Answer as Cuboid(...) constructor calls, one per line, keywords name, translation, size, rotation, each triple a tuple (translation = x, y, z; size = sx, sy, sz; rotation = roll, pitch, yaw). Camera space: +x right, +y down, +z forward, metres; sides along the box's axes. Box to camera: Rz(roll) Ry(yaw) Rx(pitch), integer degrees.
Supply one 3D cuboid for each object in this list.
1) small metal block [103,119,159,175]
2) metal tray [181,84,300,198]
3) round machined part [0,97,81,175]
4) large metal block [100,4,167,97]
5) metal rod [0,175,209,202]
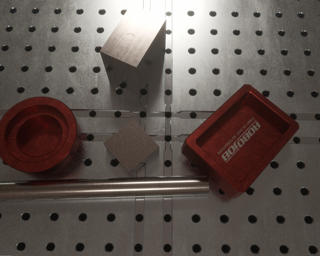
Cuboid(name="small metal block", translation=(-0.036, 0.025, 0.402), size=(0.050, 0.025, 0.050), rotation=(-40, 75, -14))
Cuboid(name="metal tray", translation=(0.103, 0.013, 0.394), size=(0.090, 0.030, 0.131), rotation=(43, 65, 14))
Cuboid(name="round machined part", translation=(-0.151, 0.013, 0.396), size=(0.099, 0.042, 0.098), rotation=(0, 70, -1))
Cuboid(name="large metal block", translation=(-0.032, -0.102, 0.420), size=(0.050, 0.080, 0.080), rotation=(25, 72, 8))
Cuboid(name="metal rod", translation=(-0.092, 0.075, 0.383), size=(0.302, 0.025, 0.025), rotation=(-2, 70, -1))
